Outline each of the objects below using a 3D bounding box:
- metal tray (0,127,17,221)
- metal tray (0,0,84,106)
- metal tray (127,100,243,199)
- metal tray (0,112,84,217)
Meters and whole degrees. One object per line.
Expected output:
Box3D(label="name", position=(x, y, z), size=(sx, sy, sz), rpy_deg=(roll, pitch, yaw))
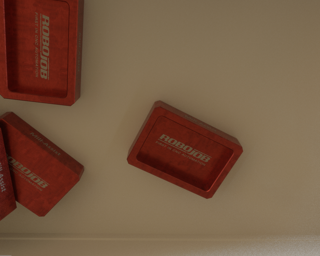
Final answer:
Box3D(label="metal tray", position=(-0.243, 0.053, 0.404), size=(0.090, 0.030, 0.129), rpy_deg=(8, 114, 18))
Box3D(label="metal tray", position=(-0.142, -0.096, 0.371), size=(0.091, 0.030, 0.129), rpy_deg=(7, 110, -3))
Box3D(label="metal tray", position=(0.033, 0.031, 0.420), size=(0.131, 0.030, 0.089), rpy_deg=(26, 108, -10))
Box3D(label="metal tray", position=(-0.184, 0.052, 0.425), size=(0.130, 0.030, 0.090), rpy_deg=(41, 105, -14))
